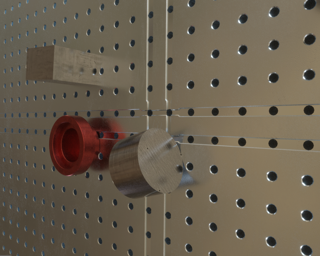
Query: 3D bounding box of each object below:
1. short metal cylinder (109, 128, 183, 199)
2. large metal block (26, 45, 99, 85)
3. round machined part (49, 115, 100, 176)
[{"bbox_3d":[-0.016,0.045,0.387,0.050,0.081,0.080,-20,77,38],"label":"short metal cylinder"},{"bbox_3d":[-0.159,-0.099,0.505,0.080,0.081,0.050,7,95,40],"label":"large metal block"},{"bbox_3d":[-0.138,0.028,0.513,0.098,0.042,0.097,0,90,40],"label":"round machined part"}]
